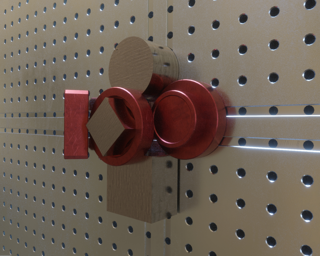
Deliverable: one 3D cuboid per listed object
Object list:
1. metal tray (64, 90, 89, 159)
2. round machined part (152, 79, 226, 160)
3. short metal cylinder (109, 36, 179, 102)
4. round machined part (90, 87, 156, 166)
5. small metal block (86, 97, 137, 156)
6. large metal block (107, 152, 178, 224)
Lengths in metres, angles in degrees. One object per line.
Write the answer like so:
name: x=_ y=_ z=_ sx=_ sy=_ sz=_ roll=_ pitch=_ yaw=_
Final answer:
metal tray: x=-0.122 y=-0.006 z=0.460 sx=0.130 sy=0.030 sz=0.089 roll=-175 pitch=86 yaw=-77
round machined part: x=0.026 y=-0.010 z=0.375 sx=0.098 sy=0.042 sz=0.097 roll=0 pitch=90 yaw=40
short metal cylinder: x=-0.022 y=-0.076 z=0.411 sx=0.080 sy=0.050 sz=0.080 roll=0 pitch=90 yaw=40
round machined part: x=-0.044 y=-0.002 z=0.397 sx=0.098 sy=0.042 sz=0.097 roll=0 pitch=90 yaw=40
small metal block: x=-0.058 y=-0.001 z=0.377 sx=0.050 sy=0.025 sz=0.050 roll=-49 pitch=61 yaw=29
large metal block: x=-0.024 y=0.072 z=0.410 sx=0.080 sy=0.050 sz=0.080 roll=1 pitch=91 yaw=40
